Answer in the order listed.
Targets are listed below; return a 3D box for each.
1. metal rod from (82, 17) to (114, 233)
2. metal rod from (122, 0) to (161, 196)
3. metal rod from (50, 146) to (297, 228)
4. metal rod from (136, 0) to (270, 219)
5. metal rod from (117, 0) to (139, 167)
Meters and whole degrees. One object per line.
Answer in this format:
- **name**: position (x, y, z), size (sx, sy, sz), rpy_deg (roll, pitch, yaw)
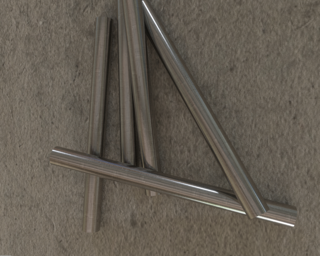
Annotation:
- **metal rod**: position (-0.088, -0.004, 0.438), size (0.025, 0.025, 0.298), rpy_deg (5, 91, 19)
- **metal rod**: position (-0.024, -0.061, 0.399), size (0.025, 0.025, 0.298), rpy_deg (-5, 95, 19)
- **metal rod**: position (0.008, 0.069, 0.380), size (0.301, 0.025, 0.025), rpy_deg (13, 95, 9)
- **metal rod**: position (0.042, -0.034, 0.376), size (0.025, 0.025, 0.299), rpy_deg (-32, 74, 17)
- **metal rod**: position (-0.045, -0.094, 0.423), size (0.025, 0.025, 0.298), rpy_deg (-2, 89, 19)
